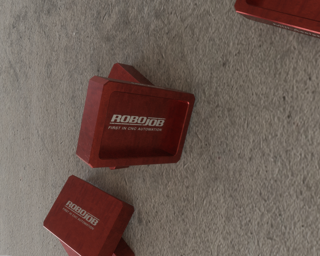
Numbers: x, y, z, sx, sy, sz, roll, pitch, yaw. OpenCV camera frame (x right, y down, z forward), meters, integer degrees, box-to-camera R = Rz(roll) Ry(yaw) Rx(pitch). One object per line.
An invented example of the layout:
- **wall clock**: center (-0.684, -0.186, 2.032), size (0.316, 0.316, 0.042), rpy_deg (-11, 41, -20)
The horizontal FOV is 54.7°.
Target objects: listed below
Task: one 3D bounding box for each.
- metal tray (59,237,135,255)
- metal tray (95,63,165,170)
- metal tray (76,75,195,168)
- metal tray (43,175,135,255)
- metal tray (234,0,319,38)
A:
- **metal tray**: center (-0.104, 0.187, 0.488), size (0.130, 0.030, 0.089), rpy_deg (41, 115, 32)
- **metal tray**: center (-0.056, -0.016, 0.448), size (0.090, 0.030, 0.129), rpy_deg (44, 116, 31)
- **metal tray**: center (-0.023, -0.004, 0.353), size (0.030, 0.131, 0.089), rpy_deg (24, 106, 46)
- **metal tray**: center (-0.110, 0.134, 0.468), size (0.130, 0.030, 0.090), rpy_deg (16, 73, 39)
- **metal tray**: center (0.144, -0.134, 0.282), size (0.130, 0.030, 0.089), rpy_deg (32, 110, 35)
